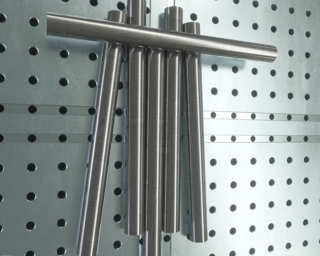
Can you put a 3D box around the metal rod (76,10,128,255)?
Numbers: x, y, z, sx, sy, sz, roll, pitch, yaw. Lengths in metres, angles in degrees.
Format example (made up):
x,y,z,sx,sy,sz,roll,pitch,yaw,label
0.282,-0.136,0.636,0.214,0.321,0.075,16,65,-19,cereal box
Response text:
x,y,z,sx,sy,sz,roll,pitch,yaw,label
-0.071,0.005,0.385,0.025,0.025,0.299,8,87,-20,metal rod

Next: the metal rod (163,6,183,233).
x,y,z,sx,sy,sz,roll,pitch,yaw,label
0.016,-0.011,0.420,0.025,0.025,0.298,1,90,-20,metal rod

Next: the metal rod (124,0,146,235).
x,y,z,sx,sy,sz,roll,pitch,yaw,label
-0.032,-0.015,0.401,0.025,0.025,0.298,1,90,-20,metal rod

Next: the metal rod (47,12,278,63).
x,y,z,sx,sy,sz,roll,pitch,yaw,label
0.018,-0.110,0.392,0.302,0.025,0.025,2,90,-20,metal rod

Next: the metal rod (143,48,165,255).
x,y,z,sx,sy,sz,roll,pitch,yaw,label
-0.008,0.041,0.409,0.025,0.025,0.298,1,90,-20,metal rod

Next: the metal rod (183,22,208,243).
x,y,z,sx,sy,sz,roll,pitch,yaw,label
0.048,0.006,0.430,0.025,0.025,0.298,-2,91,-20,metal rod
